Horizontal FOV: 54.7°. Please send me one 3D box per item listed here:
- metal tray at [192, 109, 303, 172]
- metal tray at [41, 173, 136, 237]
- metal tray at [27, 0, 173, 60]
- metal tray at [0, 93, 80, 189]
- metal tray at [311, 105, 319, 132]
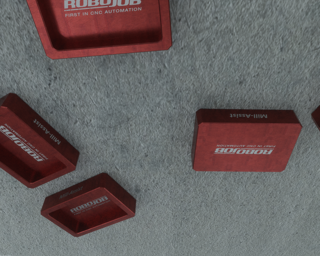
[{"bbox_3d":[0.112,0.019,0.421,0.131,0.030,0.089,1,130,-1],"label":"metal tray"},{"bbox_3d":[-0.117,0.131,0.514,0.130,0.030,0.090,-25,126,19],"label":"metal tray"},{"bbox_3d":[-0.056,-0.118,0.302,0.131,0.030,0.089,-4,130,3],"label":"metal tray"},{"bbox_3d":[-0.187,0.023,0.421,0.090,0.030,0.130,-25,126,19],"label":"metal tray"},{"bbox_3d":[0.265,-0.038,0.374,0.091,0.030,0.129,18,128,-15],"label":"metal tray"}]
